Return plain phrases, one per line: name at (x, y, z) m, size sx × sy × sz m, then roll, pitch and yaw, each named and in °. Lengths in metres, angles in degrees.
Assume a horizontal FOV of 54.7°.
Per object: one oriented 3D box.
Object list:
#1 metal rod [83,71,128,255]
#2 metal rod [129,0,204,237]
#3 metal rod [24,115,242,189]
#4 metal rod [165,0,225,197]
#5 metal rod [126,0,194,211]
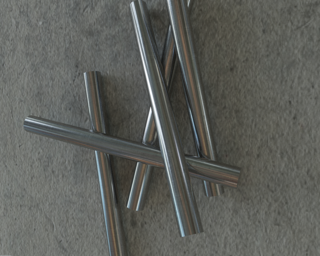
metal rod at (-0.074, 0.069, 0.433) m, size 0.025 × 0.025 × 0.298 m, roll -10°, pitch 87°, yaw 19°
metal rod at (0.001, -0.027, 0.368) m, size 0.025 × 0.025 × 0.299 m, roll -20°, pitch 69°, yaw 18°
metal rod at (-0.050, 0.025, 0.396) m, size 0.301 × 0.025 × 0.025 m, roll 13°, pitch 94°, yaw 20°
metal rod at (0.038, -0.065, 0.377) m, size 0.025 × 0.025 × 0.298 m, roll -11°, pitch 93°, yaw 19°
metal rod at (0.001, -0.037, 0.407) m, size 0.025 × 0.025 × 0.298 m, roll 15°, pitch 95°, yaw 19°
